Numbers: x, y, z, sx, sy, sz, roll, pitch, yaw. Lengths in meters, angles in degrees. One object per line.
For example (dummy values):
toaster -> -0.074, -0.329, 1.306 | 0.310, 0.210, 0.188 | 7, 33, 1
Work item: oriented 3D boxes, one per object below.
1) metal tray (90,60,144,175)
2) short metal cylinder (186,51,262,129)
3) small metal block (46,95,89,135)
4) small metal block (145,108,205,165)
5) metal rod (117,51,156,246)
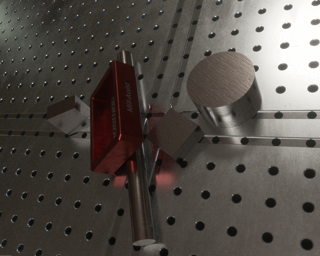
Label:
metal tray -> -0.063, -0.015, 0.416 | 0.090, 0.030, 0.130 | -46, 42, 41
short metal cylinder -> 0.079, -0.046, 0.378 | 0.080, 0.050, 0.080 | -13, 56, 20
small metal block -> -0.135, -0.018, 0.472 | 0.050, 0.050, 0.025 | -21, 54, 16
small metal block -> 0.019, 0.010, 0.391 | 0.050, 0.025, 0.050 | -49, 52, -7
metal rod -> -0.038, 0.004, 0.423 | 0.025, 0.025, 0.299 | -21, 54, 16
